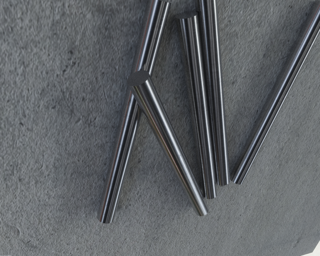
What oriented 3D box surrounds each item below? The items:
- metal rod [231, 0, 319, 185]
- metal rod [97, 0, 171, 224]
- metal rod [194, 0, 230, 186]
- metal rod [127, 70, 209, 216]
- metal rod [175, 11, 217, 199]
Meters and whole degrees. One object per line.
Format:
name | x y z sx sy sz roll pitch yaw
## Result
metal rod | 0.178 -0.041 0.478 0.025 0.025 0.298 6 116 -31
metal rod | -0.039 -0.003 0.383 0.025 0.025 0.298 2 118 -30
metal rod | 0.077 -0.031 0.429 0.025 0.025 0.298 -24 127 -14
metal rod | 0.024 0.044 0.428 0.025 0.025 0.299 -33 135 -7
metal rod | 0.056 -0.008 0.432 0.025 0.025 0.298 -24 127 -14
